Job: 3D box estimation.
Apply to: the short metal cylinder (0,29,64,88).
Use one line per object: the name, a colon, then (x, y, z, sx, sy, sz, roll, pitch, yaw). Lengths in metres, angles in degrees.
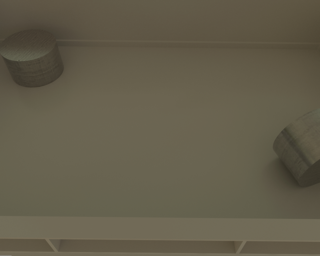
short metal cylinder: (-0.195, -0.108, 0.477, 0.081, 0.050, 0.080, 0, 50, 0)

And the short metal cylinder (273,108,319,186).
short metal cylinder: (0.179, 0.023, 0.353, 0.081, 0.080, 0.050, -16, 52, -13)
